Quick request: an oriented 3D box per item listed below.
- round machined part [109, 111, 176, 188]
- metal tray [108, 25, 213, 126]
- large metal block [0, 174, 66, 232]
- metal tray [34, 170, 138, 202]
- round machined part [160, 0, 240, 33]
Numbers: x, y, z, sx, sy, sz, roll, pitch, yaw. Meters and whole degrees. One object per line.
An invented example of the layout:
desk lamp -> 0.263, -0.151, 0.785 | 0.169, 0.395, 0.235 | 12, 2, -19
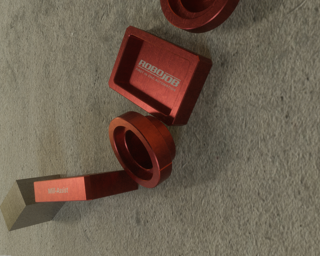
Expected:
round machined part -> -0.018, 0.023, 0.390 | 0.098, 0.042, 0.097 | 33, 139, 35
metal tray -> -0.006, -0.070, 0.404 | 0.130, 0.030, 0.089 | 34, 111, 34
large metal block -> -0.221, 0.131, 0.548 | 0.080, 0.081, 0.050 | -50, 61, 28
metal tray -> -0.108, 0.083, 0.448 | 0.130, 0.091, 0.030 | -12, 82, 39
round machined part -> 0.051, -0.157, 0.351 | 0.098, 0.042, 0.097 | 0, 90, 39
